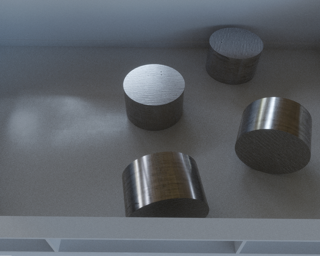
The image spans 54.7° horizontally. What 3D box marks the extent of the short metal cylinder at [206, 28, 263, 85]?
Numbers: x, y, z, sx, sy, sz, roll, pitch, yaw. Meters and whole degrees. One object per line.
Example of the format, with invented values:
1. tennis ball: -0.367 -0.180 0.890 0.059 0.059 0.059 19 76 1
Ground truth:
1. short metal cylinder: 0.115 -0.113 0.486 0.081 0.050 0.080 0 50 0

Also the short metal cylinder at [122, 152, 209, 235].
1. short metal cylinder: 0.004 0.068 0.313 0.081 0.080 0.050 -7 51 -6

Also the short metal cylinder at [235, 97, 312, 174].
1. short metal cylinder: 0.133 0.010 0.363 0.080 0.080 0.050 15 52 12

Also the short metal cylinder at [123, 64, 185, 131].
1. short metal cylinder: -0.008 -0.042 0.424 0.081 0.050 0.080 0 50 0
